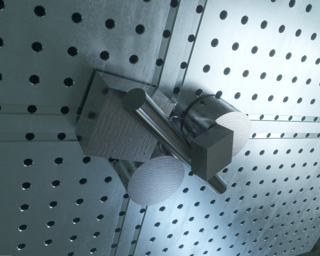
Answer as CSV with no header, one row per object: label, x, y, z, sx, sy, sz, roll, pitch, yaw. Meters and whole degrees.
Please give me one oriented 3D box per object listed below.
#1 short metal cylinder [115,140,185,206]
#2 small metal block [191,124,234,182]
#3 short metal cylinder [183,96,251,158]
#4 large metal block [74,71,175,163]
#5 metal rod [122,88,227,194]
short metal cylinder,-0.014,0.057,0.418,0.081,0.050,0.079,-14,124,-21
small metal block,0.065,0.030,0.387,0.050,0.025,0.050,-29,130,-33
short metal cylinder,0.080,0.002,0.435,0.081,0.050,0.079,-14,124,-21
large metal block,-0.042,-0.011,0.358,0.081,0.050,0.079,11,113,-33
metal rod,0.039,0.037,0.405,0.025,0.025,0.300,-43,144,1
